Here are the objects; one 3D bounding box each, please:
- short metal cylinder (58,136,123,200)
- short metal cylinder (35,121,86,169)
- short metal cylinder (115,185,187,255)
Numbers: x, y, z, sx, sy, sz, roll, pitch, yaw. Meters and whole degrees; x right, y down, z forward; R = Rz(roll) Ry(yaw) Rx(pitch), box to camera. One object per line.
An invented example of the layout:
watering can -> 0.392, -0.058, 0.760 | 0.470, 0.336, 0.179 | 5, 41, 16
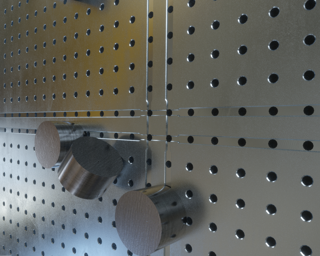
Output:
short metal cylinder -> -0.102, 0.058, 0.458 | 0.080, 0.081, 0.050 | 51, 120, 27
short metal cylinder -> -0.173, 0.028, 0.536 | 0.080, 0.050, 0.079 | 0, 90, 40
short metal cylinder -> -0.013, 0.118, 0.404 | 0.080, 0.050, 0.079 | 0, 90, 40
